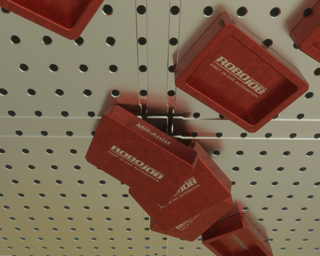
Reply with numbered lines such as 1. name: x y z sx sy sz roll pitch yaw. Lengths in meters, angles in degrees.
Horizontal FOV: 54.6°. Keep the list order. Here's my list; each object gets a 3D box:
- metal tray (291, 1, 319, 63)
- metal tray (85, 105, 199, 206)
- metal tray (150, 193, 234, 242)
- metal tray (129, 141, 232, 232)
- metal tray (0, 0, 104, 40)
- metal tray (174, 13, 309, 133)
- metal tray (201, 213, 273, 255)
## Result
1. metal tray: 0.220 -0.096 0.327 0.131 0.030 0.090 24 126 -19
2. metal tray: -0.026 0.039 0.412 0.130 0.030 0.089 31 126 1
3. metal tray: 0.051 0.141 0.528 0.090 0.030 0.129 22 127 -18
4. metal tray: 0.028 0.089 0.461 0.130 0.030 0.090 -37 97 27
5. metal tray: -0.110 -0.142 0.262 0.131 0.030 0.090 20 130 -38
6. metal tray: 0.093 -0.057 0.360 0.131 0.030 0.090 29 124 -23
7. metal tray: 0.149 0.221 0.596 0.090 0.030 0.130 -28 125 22
